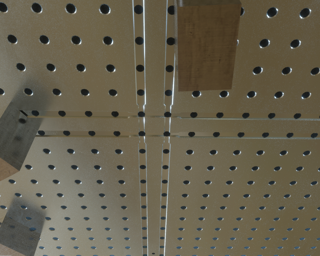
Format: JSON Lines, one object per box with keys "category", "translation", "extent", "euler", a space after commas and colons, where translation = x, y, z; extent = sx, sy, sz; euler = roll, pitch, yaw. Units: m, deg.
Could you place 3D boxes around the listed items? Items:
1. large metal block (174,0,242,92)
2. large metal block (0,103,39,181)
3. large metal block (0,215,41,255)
{"category": "large metal block", "translation": [0.040, -0.092, 0.298], "extent": [0.050, 0.080, 0.079], "euler": [-2, 130, 1]}
{"category": "large metal block", "translation": [-0.213, 0.026, 0.394], "extent": [0.080, 0.080, 0.050], "euler": [-26, 126, 20]}
{"category": "large metal block", "translation": [-0.287, 0.216, 0.575], "extent": [0.080, 0.050, 0.080], "euler": [-29, 125, 22]}
